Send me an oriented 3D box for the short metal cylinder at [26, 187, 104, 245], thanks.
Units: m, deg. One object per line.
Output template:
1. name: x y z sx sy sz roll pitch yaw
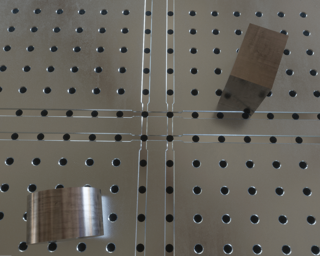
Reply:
1. short metal cylinder: -0.105 0.099 0.346 0.081 0.080 0.050 -7 70 -3

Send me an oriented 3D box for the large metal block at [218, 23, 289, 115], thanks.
1. large metal block: 0.121 -0.075 0.411 0.050 0.080 0.080 21 71 7
